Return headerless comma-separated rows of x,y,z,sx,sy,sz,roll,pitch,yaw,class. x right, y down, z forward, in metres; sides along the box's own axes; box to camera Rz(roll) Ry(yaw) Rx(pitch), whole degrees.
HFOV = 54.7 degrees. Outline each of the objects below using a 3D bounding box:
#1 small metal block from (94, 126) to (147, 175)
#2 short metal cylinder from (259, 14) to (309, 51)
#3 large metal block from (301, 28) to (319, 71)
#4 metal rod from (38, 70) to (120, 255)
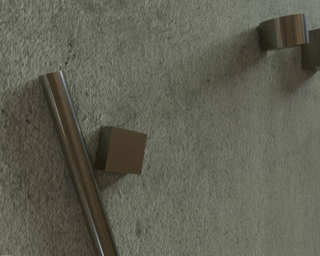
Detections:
-0.046,0.027,0.368,0.050,0.025,0.050,14,81,-39,small metal block
0.223,-0.170,0.559,0.081,0.080,0.050,-16,100,-39,short metal cylinder
0.361,-0.174,0.695,0.081,0.050,0.079,-3,92,-40,large metal block
-0.075,0.086,0.343,0.025,0.025,0.298,-23,105,-38,metal rod
